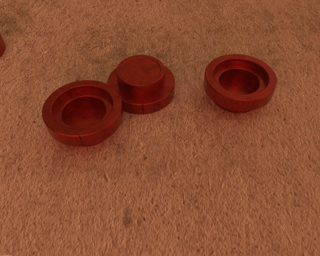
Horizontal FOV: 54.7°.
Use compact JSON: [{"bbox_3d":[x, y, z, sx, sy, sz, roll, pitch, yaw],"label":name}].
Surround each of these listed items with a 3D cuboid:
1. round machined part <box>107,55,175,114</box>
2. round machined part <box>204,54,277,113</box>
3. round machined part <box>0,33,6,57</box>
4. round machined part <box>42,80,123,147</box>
[{"bbox_3d":[-0.027,-0.069,0.450,0.099,0.042,0.098,0,50,0],"label":"round machined part"},{"bbox_3d":[0.111,-0.059,0.442,0.099,0.042,0.098,0,50,0],"label":"round machined part"},{"bbox_3d":[-0.313,-0.142,0.509,0.099,0.042,0.098,0,50,0],"label":"round machined part"},{"bbox_3d":[-0.097,-0.014,0.403,0.099,0.042,0.098,0,50,0],"label":"round machined part"}]
